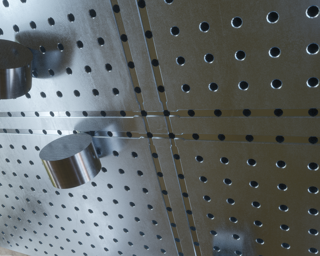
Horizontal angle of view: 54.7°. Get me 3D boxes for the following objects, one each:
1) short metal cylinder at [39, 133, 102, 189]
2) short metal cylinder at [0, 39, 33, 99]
[{"bbox_3d":[-0.137,0.049,0.478,0.080,0.080,0.050,1,119,27],"label":"short metal cylinder"},{"bbox_3d":[-0.226,-0.085,0.442,0.080,0.080,0.050,29,128,10],"label":"short metal cylinder"}]
